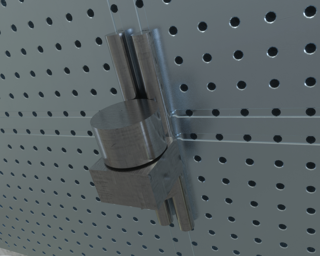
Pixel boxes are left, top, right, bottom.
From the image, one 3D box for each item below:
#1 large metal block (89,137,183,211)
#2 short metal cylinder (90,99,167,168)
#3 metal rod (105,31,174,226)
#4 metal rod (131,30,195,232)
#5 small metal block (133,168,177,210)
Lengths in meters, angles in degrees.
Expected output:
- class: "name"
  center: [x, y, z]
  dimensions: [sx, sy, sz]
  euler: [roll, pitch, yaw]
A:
- class: "large metal block"
  center: [-0.026, 0.052, 0.388]
  dimensions: [0.080, 0.080, 0.050]
  euler: [1, 119, 27]
- class: "short metal cylinder"
  center: [-0.036, 0.004, 0.368]
  dimensions: [0.080, 0.080, 0.050]
  euler: [1, 119, 27]
- class: "metal rod"
  center: [-0.022, 0.018, 0.434]
  dimensions: [0.025, 0.025, 0.298]
  euler: [1, 119, 27]
- class: "metal rod"
  center: [0.010, 0.022, 0.419]
  dimensions: [0.025, 0.025, 0.298]
  euler: [1, 119, 27]
- class: "small metal block"
  center: [-0.011, 0.077, 0.418]
  dimensions: [0.050, 0.050, 0.025]
  euler: [-19, 116, -13]
